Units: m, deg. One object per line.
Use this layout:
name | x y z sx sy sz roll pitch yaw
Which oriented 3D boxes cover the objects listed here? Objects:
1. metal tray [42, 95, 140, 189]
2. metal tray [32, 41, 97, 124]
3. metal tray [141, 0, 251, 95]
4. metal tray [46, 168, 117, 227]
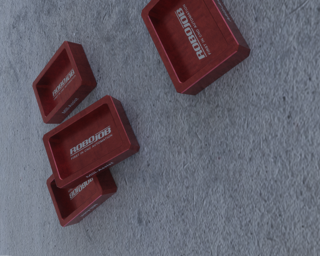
metal tray | -0.104 0.022 0.458 0.130 0.030 0.090 -30 69 14
metal tray | -0.171 -0.076 0.543 0.130 0.030 0.090 -37 67 33
metal tray | 0.037 -0.116 0.370 0.090 0.030 0.130 -36 68 34
metal tray | -0.134 0.095 0.511 0.129 0.030 0.090 -42 65 32
